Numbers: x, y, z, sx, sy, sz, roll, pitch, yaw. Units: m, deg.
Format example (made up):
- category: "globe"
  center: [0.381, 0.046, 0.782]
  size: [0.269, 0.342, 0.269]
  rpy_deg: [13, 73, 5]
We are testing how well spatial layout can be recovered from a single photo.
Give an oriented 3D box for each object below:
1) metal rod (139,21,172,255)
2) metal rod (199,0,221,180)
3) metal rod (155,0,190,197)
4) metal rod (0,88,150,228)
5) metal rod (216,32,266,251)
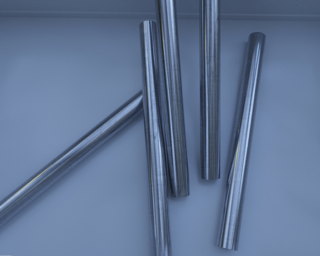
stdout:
- category: "metal rod"
  center: [-0.007, 0.006, 0.387]
  size: [0.025, 0.025, 0.299]
  rpy_deg: [-3, 77, -1]
- category: "metal rod"
  center: [0.060, -0.086, 0.375]
  size: [0.025, 0.025, 0.298]
  rpy_deg: [-1, 96, -1]
- category: "metal rod"
  center: [0.013, -0.066, 0.372]
  size: [0.025, 0.025, 0.298]
  rpy_deg: [-5, 94, -2]
- category: "metal rod"
  center: [-0.110, 0.035, 0.395]
  size: [0.301, 0.025, 0.025]
  rpy_deg: [-40, 75, -14]
- category: "metal rod"
  center: [0.111, 0.003, 0.409]
  size: [0.025, 0.025, 0.299]
  rpy_deg: [12, 70, 4]
